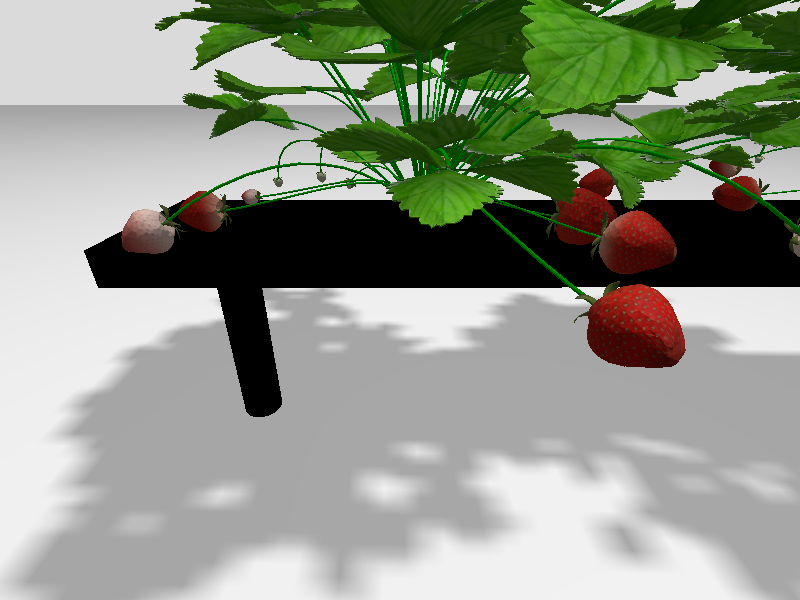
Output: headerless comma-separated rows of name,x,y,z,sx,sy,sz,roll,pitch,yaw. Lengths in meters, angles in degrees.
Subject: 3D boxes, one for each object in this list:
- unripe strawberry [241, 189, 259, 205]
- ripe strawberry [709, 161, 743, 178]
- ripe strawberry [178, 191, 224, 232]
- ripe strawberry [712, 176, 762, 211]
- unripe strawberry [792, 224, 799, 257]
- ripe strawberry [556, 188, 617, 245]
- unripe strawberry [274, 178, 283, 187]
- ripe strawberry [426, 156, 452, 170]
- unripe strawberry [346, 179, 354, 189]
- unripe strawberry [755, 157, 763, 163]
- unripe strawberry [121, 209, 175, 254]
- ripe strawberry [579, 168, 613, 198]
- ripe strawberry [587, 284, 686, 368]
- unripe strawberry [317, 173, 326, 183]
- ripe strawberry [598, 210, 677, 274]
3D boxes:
unripe strawberry,-0.148,-0.102,0.396,0.017,0.014,0.017,7,28,14
ripe strawberry,0.425,-0.178,0.524,0.034,0.036,0.037,-6,19,-11
ripe strawberry,-0.159,-0.070,0.320,0.034,0.033,0.031,-6,28,-9
ripe strawberry,0.312,-0.099,0.373,0.035,0.030,0.035,4,28,9
unripe strawberry,0.280,-0.040,0.262,0.034,0.033,0.031,15,31,16
ripe strawberry,0.131,-0.058,0.284,0.039,0.041,0.036,17,32,28
unripe strawberry,-0.127,-0.123,0.420,0.010,0.010,0.009,14,31,25
ripe strawberry,0.050,-0.168,0.504,0.034,0.036,0.037,5,27,9
unripe strawberry,-0.058,-0.133,0.460,0.010,0.011,0.011,-17,-9,-29
unripe strawberry,0.500,-0.196,0.558,0.009,0.010,0.010,3,28,7
unripe strawberry,-0.174,-0.045,0.274,0.033,0.032,0.030,-31,35,-10
ripe strawberry,0.201,-0.119,0.412,0.031,0.031,0.034,3,28,15
ripe strawberry,0.095,0.013,0.160,0.033,0.034,0.036,-9,30,-17
unripe strawberry,-0.092,-0.143,0.467,0.011,0.011,0.011,-22,35,-35
ripe strawberry,0.145,-0.033,0.243,0.040,0.039,0.037,24,36,37
